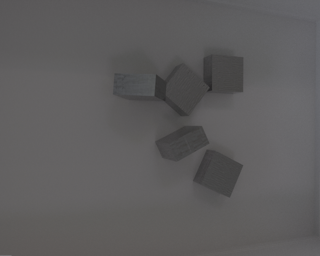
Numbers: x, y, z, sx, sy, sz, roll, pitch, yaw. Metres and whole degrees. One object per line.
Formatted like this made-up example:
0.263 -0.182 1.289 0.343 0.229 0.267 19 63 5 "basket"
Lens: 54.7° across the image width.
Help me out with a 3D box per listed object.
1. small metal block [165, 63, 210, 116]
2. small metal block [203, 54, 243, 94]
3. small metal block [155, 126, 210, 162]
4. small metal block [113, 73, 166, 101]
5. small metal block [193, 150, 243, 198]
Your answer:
0.031 -0.051 0.422 0.050 0.025 0.050 40 77 -16 "small metal block"
0.091 -0.076 0.444 0.050 0.025 0.050 0 90 -20 "small metal block"
0.028 0.019 0.407 0.050 0.050 0.025 -27 99 -18 "small metal block"
-0.023 -0.049 0.378 0.050 0.050 0.025 4 89 15 "small metal block"
0.083 0.064 0.441 0.050 0.025 0.050 28 81 -18 "small metal block"
